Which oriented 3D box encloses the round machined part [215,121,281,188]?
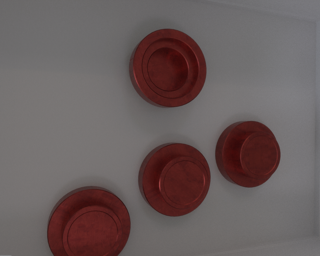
[{"bbox_3d":[0.134,0.038,0.451,0.099,0.042,0.097,0,90,-20],"label":"round machined part"}]

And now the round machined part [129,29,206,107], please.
[{"bbox_3d":[0.007,-0.075,0.404,0.099,0.042,0.097,0,90,-20],"label":"round machined part"}]

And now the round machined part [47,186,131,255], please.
[{"bbox_3d":[-0.083,0.122,0.371,0.099,0.042,0.097,0,90,-20],"label":"round machined part"}]

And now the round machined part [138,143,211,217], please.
[{"bbox_3d":[0.024,0.069,0.410,0.099,0.042,0.097,0,90,-20],"label":"round machined part"}]
